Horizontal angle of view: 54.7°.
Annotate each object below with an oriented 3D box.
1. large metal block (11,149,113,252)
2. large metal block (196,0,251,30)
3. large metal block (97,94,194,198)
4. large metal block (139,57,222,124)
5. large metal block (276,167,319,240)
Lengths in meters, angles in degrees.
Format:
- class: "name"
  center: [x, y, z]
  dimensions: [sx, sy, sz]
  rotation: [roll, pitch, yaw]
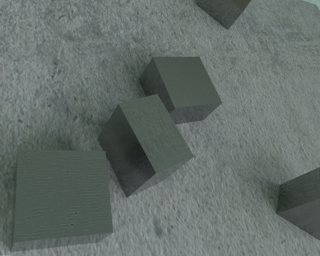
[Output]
- class: "large metal block"
  center: [-0.095, 0.068, 0.296]
  dimensions: [0.081, 0.050, 0.080]
  rotation: [4, 60, -27]
- class: "large metal block"
  center: [0.131, -0.256, 0.617]
  dimensions: [0.080, 0.050, 0.080]
  rotation: [37, 51, -4]
- class: "large metal block"
  center: [-0.020, 0.021, 0.346]
  dimensions: [0.050, 0.080, 0.080]
  rotation: [-19, 72, -35]
- class: "large metal block"
  center: [0.027, -0.053, 0.436]
  dimensions: [0.081, 0.050, 0.080]
  rotation: [-9, 66, -32]
- class: "large metal block"
  center: [0.223, 0.106, 0.427]
  dimensions: [0.080, 0.080, 0.050]
  rotation: [32, 52, -8]
